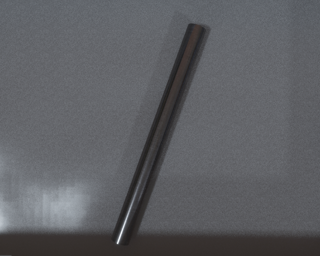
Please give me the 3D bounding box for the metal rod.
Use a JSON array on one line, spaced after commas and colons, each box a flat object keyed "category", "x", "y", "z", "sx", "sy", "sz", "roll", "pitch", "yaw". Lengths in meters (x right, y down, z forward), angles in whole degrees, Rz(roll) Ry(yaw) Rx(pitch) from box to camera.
[{"category": "metal rod", "x": -0.002, "y": 0.008, "z": 0.409, "sx": 0.025, "sy": 0.025, "sz": 0.299, "roll": 20, "pitch": 90, "yaw": 0}]
